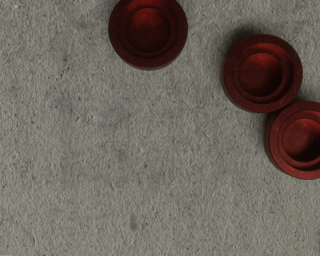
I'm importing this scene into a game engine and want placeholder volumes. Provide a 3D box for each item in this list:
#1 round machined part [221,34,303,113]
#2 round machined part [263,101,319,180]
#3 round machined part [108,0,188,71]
[{"bbox_3d":[0.127,-0.068,0.402,0.099,0.042,0.097,0,90,0],"label":"round machined part"},{"bbox_3d":[0.183,0.015,0.403,0.099,0.042,0.097,0,90,0],"label":"round machined part"},{"bbox_3d":[-0.014,-0.123,0.401,0.099,0.042,0.097,0,90,0],"label":"round machined part"}]
